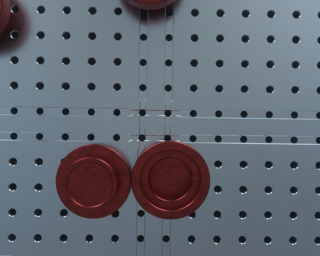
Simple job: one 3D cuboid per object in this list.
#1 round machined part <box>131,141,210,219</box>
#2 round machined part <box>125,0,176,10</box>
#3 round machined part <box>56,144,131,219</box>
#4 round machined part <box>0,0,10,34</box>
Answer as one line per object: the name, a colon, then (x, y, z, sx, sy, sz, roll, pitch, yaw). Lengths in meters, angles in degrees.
round machined part: (0.013, 0.065, 0.405, 0.099, 0.042, 0.097, 0, 90, -1)
round machined part: (-0.013, -0.203, 0.405, 0.099, 0.042, 0.097, 0, 90, -1)
round machined part: (-0.087, 0.070, 0.404, 0.099, 0.042, 0.097, 0, 90, -1)
round machined part: (-0.243, -0.155, 0.402, 0.099, 0.042, 0.097, 0, 90, -1)
